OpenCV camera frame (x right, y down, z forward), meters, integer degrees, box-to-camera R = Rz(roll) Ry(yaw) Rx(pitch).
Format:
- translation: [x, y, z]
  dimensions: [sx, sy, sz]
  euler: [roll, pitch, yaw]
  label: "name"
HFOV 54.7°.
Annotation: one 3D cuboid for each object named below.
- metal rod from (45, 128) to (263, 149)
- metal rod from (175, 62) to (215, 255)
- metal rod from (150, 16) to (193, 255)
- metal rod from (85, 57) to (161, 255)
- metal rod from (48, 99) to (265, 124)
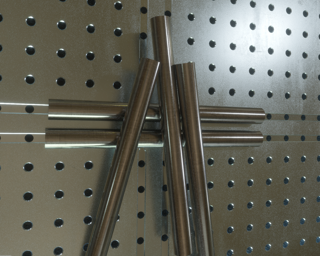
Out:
- translation: [0.007, 0.014, 0.417]
  dimensions: [0.303, 0.025, 0.025]
  euler: [1, 90, -21]
  label: "metal rod"
- translation: [0.050, 0.065, 0.412]
  dimensions: [0.025, 0.025, 0.298]
  euler: [-11, 101, -20]
  label: "metal rod"
- translation: [0.015, 0.012, 0.393]
  dimensions: [0.025, 0.025, 0.298]
  euler: [-7, 93, -20]
  label: "metal rod"
- translation: [-0.052, 0.063, 0.375]
  dimensions: [0.025, 0.025, 0.298]
  euler: [15, 92, -20]
  label: "metal rod"
- translation: [0.010, -0.020, 0.418]
  dimensions: [0.303, 0.025, 0.025]
  euler: [1, 90, -21]
  label: "metal rod"
